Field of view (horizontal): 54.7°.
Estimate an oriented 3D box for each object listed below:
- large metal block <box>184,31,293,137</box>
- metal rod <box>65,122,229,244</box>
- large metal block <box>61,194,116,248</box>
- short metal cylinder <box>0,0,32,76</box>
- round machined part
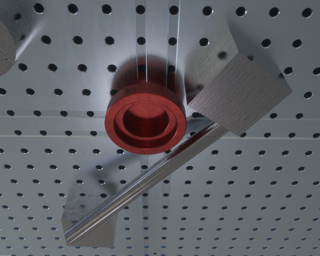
[{"bbox_3d":[0.086,-0.048,0.355,0.080,0.050,0.080,29,124,-22],"label":"large metal block"},{"bbox_3d":[-0.024,0.079,0.443,0.300,0.025,0.025,-38,121,15],"label":"metal rod"},{"bbox_3d":[-0.118,0.160,0.531,0.081,0.050,0.079,3,130,-3],"label":"large metal block"},{"bbox_3d":[-0.178,-0.097,0.311,0.081,0.050,0.079,0,130,0],"label":"short metal cylinder"},{"bbox_3d":[-0.017,-0.015,0.387,0.099,0.042,0.097,0,130,0],"label":"round machined part"}]
